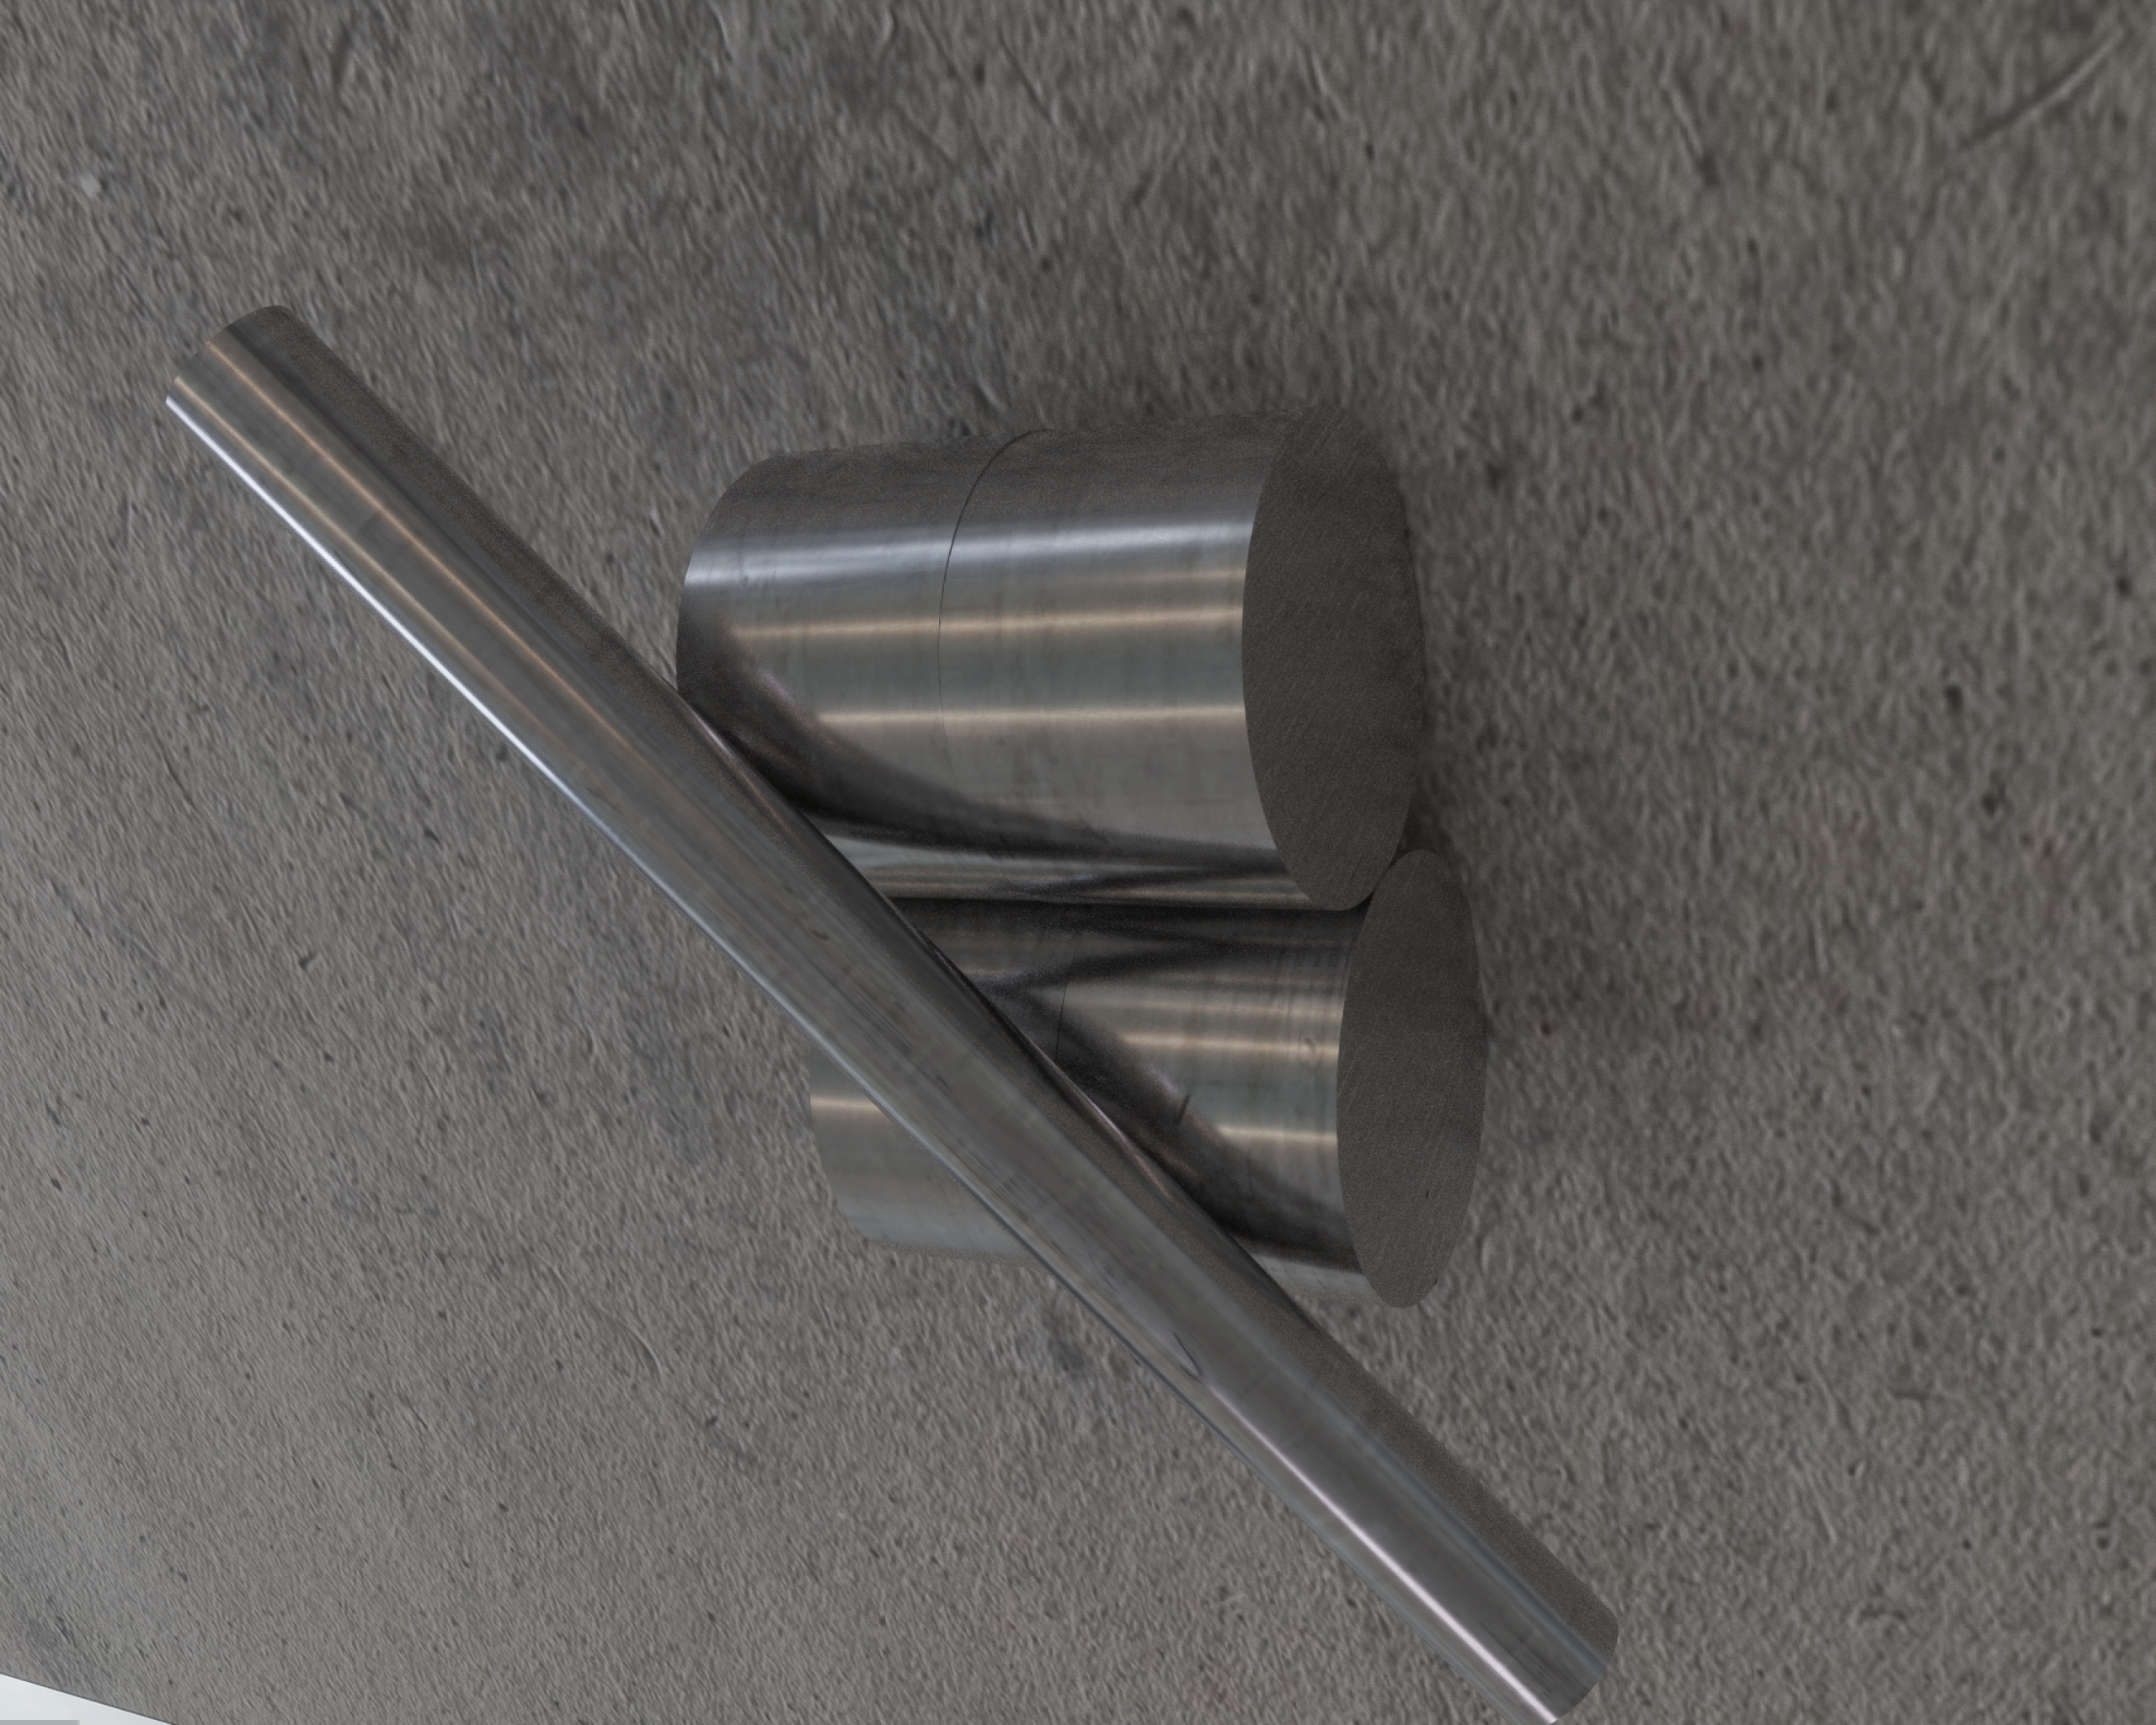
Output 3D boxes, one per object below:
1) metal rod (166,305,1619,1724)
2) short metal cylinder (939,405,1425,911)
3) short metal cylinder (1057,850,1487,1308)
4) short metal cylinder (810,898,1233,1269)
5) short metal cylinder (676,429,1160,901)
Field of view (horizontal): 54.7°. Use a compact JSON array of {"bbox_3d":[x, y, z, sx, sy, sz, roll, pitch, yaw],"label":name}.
[{"bbox_3d":[-0.026,0.028,0.336,0.300,0.025,0.025,45,129,-4],"label":"metal rod"},{"bbox_3d":[0.020,-0.032,0.343,0.050,0.080,0.080,1,119,28],"label":"short metal cylinder"},{"bbox_3d":[0.037,0.037,0.376,0.050,0.080,0.080,1,119,28],"label":"short metal cylinder"},{"bbox_3d":[-0.007,0.037,0.400,0.050,0.080,0.080,1,119,28],"label":"short metal cylinder"},{"bbox_3d":[-0.025,-0.033,0.365,0.050,0.080,0.080,1,119,28],"label":"short metal cylinder"}]
